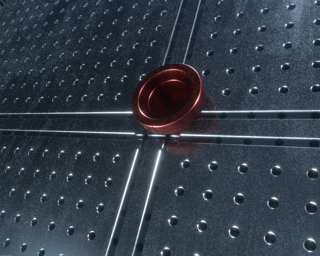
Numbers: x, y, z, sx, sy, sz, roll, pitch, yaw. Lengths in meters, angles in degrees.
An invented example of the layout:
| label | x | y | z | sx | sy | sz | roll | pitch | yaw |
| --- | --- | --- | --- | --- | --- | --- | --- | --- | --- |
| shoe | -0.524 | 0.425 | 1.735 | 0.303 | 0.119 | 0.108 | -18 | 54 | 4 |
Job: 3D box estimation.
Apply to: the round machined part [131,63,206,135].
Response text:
| label | x | y | z | sx | sy | sz | roll | pitch | yaw |
| --- | --- | --- | --- | --- | --- | --- | --- | --- | --- |
| round machined part | 0.015 | -0.034 | 0.412 | 0.098 | 0.042 | 0.098 | -13 | 56 | 21 |
